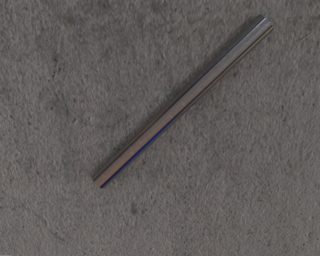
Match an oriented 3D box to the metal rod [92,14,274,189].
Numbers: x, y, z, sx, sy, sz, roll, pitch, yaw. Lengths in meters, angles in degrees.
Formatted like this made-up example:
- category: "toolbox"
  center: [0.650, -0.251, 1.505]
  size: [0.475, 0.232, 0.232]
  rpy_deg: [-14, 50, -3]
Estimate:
- category: "metal rod"
  center: [0.020, -0.025, 0.400]
  size: [0.025, 0.025, 0.299]
  rpy_deg: [43, 104, -15]
